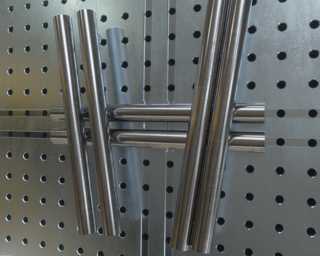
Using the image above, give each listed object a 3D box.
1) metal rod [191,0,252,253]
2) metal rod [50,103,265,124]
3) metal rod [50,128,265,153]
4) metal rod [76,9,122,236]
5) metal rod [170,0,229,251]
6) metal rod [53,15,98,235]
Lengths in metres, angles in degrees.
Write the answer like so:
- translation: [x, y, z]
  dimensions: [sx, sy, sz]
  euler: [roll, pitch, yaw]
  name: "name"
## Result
- translation: [0.071, -0.004, 0.362]
  dimensions: [0.025, 0.025, 0.298]
  euler: [10, 93, 20]
  name: "metal rod"
- translation: [-0.017, -0.020, 0.420]
  dimensions: [0.301, 0.025, 0.025]
  euler: [1, 91, 20]
  name: "metal rod"
- translation: [-0.016, 0.014, 0.419]
  dimensions: [0.301, 0.025, 0.025]
  euler: [1, 91, 20]
  name: "metal rod"
- translation: [-0.082, -0.009, 0.416]
  dimensions: [0.025, 0.025, 0.299]
  euler: [-8, 87, 20]
  name: "metal rod"
- translation: [0.047, -0.003, 0.371]
  dimensions: [0.025, 0.025, 0.298]
  euler: [10, 93, 20]
  name: "metal rod"
- translation: [-0.117, -0.006, 0.429]
  dimensions: [0.025, 0.025, 0.299]
  euler: [-9, 87, 20]
  name: "metal rod"
